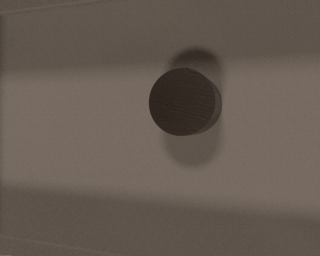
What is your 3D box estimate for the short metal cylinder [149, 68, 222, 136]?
[{"bbox_3d":[0.033,-0.031,0.385,0.080,0.050,0.079,0,90,19],"label":"short metal cylinder"}]
